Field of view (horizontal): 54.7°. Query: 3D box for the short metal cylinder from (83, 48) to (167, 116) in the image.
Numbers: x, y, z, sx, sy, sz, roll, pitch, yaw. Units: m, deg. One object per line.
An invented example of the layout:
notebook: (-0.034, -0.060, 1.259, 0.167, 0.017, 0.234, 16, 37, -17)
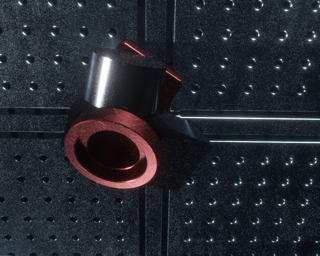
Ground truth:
short metal cylinder: (-0.037, -0.051, 0.332, 0.081, 0.080, 0.050, 13, 110, -5)

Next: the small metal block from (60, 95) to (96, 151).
small metal block: (-0.092, -0.006, 0.363, 0.025, 0.050, 0.050, 18, 109, -7)

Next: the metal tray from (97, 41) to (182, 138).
metal tray: (-0.045, -0.033, 0.398, 0.090, 0.030, 0.129, 33, 106, -12)

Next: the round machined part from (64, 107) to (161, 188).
round machined part: (-0.047, 0.017, 0.330, 0.098, 0.042, 0.097, 7, 131, 8)

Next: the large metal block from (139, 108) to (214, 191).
large metal block: (0.006, 0.028, 0.391, 0.080, 0.050, 0.080, 21, 112, -41)
